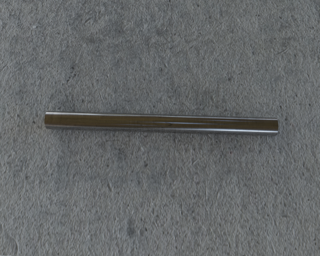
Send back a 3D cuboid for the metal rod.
[{"bbox_3d":[0.002,-0.006,0.412,0.302,0.025,0.025,2,70,0],"label":"metal rod"}]
